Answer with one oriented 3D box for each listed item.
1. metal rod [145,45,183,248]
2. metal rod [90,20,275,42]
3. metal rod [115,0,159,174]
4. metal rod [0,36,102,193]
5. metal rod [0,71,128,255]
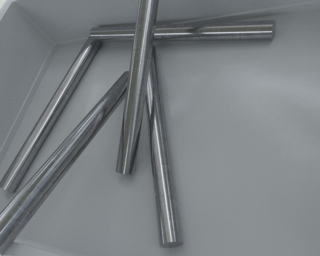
[{"bbox_3d":[-0.004,-0.001,0.408,0.025,0.025,0.299,-19,54,17],"label":"metal rod"},{"bbox_3d":[0.017,-0.146,0.475,0.300,0.025,0.025,8,66,28],"label":"metal rod"},{"bbox_3d":[-0.024,-0.091,0.394,0.025,0.025,0.298,9,91,32],"label":"metal rod"},{"bbox_3d":[-0.176,-0.035,0.519,0.025,0.025,0.300,12,68,33],"label":"metal rod"},{"bbox_3d":[-0.095,0.012,0.369,0.025,0.025,0.301,-4,35,26],"label":"metal rod"}]
